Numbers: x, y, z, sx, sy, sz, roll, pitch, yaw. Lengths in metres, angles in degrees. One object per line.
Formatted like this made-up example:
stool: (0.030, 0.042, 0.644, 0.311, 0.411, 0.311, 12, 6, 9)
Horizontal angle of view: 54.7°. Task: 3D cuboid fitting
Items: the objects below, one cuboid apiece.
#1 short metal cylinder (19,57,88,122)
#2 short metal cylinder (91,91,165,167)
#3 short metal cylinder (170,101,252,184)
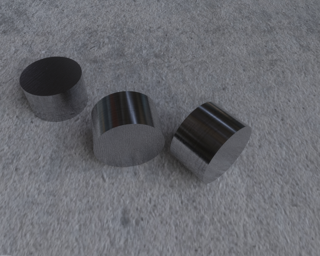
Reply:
short metal cylinder: (-0.145, -0.055, 0.431, 0.081, 0.050, 0.080, 0, 50, 0)
short metal cylinder: (-0.039, 0.003, 0.365, 0.081, 0.080, 0.050, -8, 51, -7)
short metal cylinder: (0.058, 0.017, 0.354, 0.080, 0.080, 0.050, -35, 59, -26)
